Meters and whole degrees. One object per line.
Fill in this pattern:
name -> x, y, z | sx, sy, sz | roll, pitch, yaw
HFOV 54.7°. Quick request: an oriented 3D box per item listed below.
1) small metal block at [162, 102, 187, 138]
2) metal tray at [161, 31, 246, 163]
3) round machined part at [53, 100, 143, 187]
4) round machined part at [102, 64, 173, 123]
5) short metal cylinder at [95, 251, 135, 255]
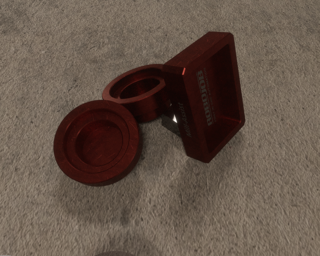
small metal block -> 0.038, -0.013, 0.415 | 0.050, 0.025, 0.050 | 34, 57, 25
metal tray -> 0.057, -0.034, 0.363 | 0.030, 0.129, 0.090 | 19, 50, 42
round machined part -> -0.068, 0.020, 0.361 | 0.099, 0.042, 0.098 | -3, 69, 8
round machined part -> -0.023, -0.043, 0.413 | 0.098, 0.042, 0.098 | -15, 34, 10
short metal cylinder -> -0.038, 0.152, 0.259 | 0.081, 0.050, 0.080 | 0, 50, 0
